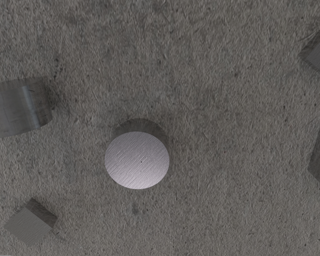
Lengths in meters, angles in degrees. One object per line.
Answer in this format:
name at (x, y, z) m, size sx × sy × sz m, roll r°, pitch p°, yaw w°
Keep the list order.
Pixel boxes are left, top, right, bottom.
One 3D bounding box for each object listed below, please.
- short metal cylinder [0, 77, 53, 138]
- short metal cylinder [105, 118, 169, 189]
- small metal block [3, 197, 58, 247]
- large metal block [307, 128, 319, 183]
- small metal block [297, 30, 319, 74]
short metal cylinder at (-0.175, -0.026, 0.369) m, size 0.080 × 0.080 × 0.050 m, roll -8°, pitch 110°, yaw 3°
short metal cylinder at (-0.029, 0.033, 0.408) m, size 0.081 × 0.050 × 0.079 m, roll 0°, pitch 110°, yaw 0°
small metal block at (-0.191, 0.140, 0.459) m, size 0.050 × 0.025 × 0.050 m, roll -41°, pitch 105°, yaw 13°
large metal block at (0.257, 0.036, 0.412) m, size 0.081 × 0.050 × 0.079 m, roll 6°, pitch 110°, yaw -3°
small metal block at (0.208, -0.092, 0.378) m, size 0.050 × 0.025 × 0.050 m, roll 35°, pitch 106°, yaw -12°
